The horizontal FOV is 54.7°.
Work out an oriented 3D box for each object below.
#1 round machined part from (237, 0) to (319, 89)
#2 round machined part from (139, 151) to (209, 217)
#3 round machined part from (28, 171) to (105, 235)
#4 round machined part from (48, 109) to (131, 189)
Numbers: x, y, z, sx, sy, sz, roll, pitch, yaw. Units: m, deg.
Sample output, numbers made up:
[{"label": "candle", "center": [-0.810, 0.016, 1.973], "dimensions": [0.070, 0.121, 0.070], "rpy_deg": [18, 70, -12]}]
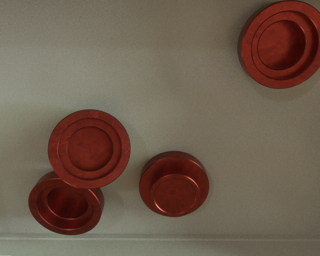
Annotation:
[{"label": "round machined part", "center": [0.141, -0.099, 0.368], "dimensions": [0.099, 0.042, 0.097], "rpy_deg": [0, 110, -1]}, {"label": "round machined part", "center": [0.020, 0.085, 0.434], "dimensions": [0.099, 0.042, 0.097], "rpy_deg": [0, 110, -1]}, {"label": "round machined part", "center": [-0.126, 0.099, 0.433], "dimensions": [0.099, 0.042, 0.097], "rpy_deg": [1, 116, 2]}, {"label": "round machined part", "center": [-0.090, 0.027, 0.397], "dimensions": [0.099, 0.042, 0.097], "rpy_deg": [1, 87, -15]}]
